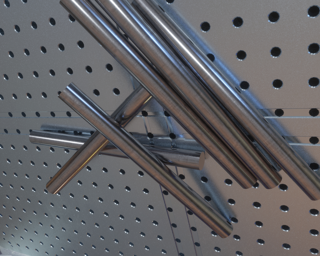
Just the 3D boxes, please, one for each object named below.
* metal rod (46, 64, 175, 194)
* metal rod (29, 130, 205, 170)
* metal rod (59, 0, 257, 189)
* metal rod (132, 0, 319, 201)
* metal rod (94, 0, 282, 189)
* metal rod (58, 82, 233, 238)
[{"bbox_3d":[-0.081,0.012,0.436,0.025,0.025,0.299,46,121,-4],"label":"metal rod"},{"bbox_3d":[-0.080,0.029,0.472,0.300,0.025,0.025,6,121,25],"label":"metal rod"},{"bbox_3d":[0.010,-0.034,0.354,0.300,0.025,0.025,44,130,-15],"label":"metal rod"},{"bbox_3d":[0.081,-0.032,0.348,0.300,0.025,0.025,46,129,-4],"label":"metal rod"},{"bbox_3d":[0.037,-0.040,0.345,0.300,0.025,0.025,46,129,-13],"label":"metal rod"},{"bbox_3d":[-0.009,0.052,0.414,0.300,0.025,0.025,43,130,-16],"label":"metal rod"}]
